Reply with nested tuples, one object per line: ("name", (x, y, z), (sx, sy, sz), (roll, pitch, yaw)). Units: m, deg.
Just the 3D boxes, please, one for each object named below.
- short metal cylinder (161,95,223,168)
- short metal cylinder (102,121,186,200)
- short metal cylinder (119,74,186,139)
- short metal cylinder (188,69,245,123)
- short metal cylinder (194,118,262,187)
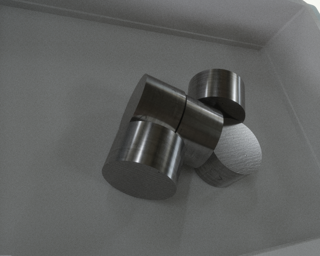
("short metal cylinder", (0.035, 0.004, 0.387), (0.050, 0.080, 0.080), (24, 53, -14))
("short metal cylinder", (-0.016, 0.037, 0.338), (0.080, 0.080, 0.050), (26, 53, -13))
("short metal cylinder", (-0.011, -0.019, 0.375), (0.050, 0.080, 0.080), (23, 53, -15))
("short metal cylinder", (0.078, -0.037, 0.434), (0.080, 0.080, 0.050), (21, 54, -16))
("short metal cylinder", (0.088, 0.033, 0.416), (0.081, 0.050, 0.080), (14, 56, -21))
